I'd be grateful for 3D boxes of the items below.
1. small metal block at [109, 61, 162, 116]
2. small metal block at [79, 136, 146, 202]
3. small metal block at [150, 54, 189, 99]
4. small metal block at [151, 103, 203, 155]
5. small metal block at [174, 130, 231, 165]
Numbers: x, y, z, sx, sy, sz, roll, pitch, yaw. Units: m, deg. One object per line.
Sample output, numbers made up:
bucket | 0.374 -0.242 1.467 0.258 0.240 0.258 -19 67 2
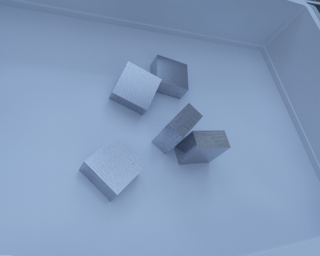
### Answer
small metal block | -0.033 -0.052 0.413 0.050 0.025 0.050 27 69 -12
small metal block | -0.053 0.045 0.350 0.050 0.025 0.050 45 51 3
small metal block | 0.013 -0.076 0.461 0.050 0.025 0.050 14 56 -21
small metal block | 0.022 0.001 0.402 0.025 0.050 0.050 44 51 2
small metal block | 0.054 0.026 0.405 0.050 0.050 0.025 -1 62 -29
